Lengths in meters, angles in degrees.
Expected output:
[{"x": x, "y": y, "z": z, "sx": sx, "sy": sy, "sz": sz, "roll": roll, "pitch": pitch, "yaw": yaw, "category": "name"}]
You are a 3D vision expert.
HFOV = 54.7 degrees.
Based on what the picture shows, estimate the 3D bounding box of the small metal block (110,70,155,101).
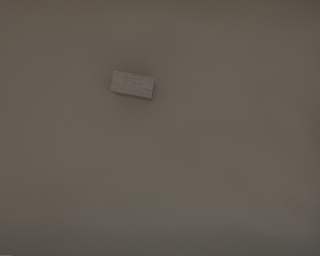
[{"x": -0.033, "y": -0.053, "z": 0.398, "sx": 0.050, "sy": 0.050, "sz": 0.025, "roll": 10, "pitch": 90, "yaw": -1, "category": "small metal block"}]
